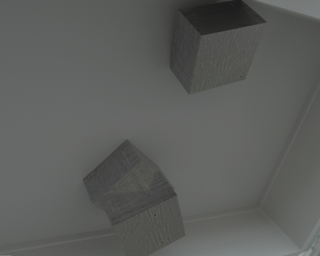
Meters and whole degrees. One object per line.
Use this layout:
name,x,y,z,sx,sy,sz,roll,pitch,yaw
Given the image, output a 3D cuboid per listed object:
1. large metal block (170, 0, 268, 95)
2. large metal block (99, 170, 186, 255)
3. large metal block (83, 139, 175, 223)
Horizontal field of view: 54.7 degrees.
large metal block,0.063,-0.093,0.356,0.081,0.050,0.080,-17,144,-19
large metal block,-0.020,0.111,0.387,0.081,0.050,0.080,-23,127,-15
large metal block,-0.041,0.076,0.418,0.080,0.050,0.080,-43,130,1
